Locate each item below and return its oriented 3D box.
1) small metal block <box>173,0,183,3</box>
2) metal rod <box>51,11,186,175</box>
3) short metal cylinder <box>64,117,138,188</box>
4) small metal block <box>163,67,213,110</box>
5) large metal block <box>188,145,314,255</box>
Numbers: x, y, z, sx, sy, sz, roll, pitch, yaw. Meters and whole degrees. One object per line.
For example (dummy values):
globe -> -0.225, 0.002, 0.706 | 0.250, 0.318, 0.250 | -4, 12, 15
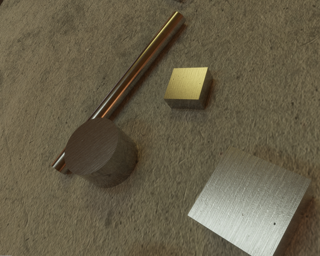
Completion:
small metal block -> 0.033, -0.252, 0.541 | 0.050, 0.025, 0.050 | -45, 51, -4
metal rod -> -0.057, -0.059, 0.469 | 0.025, 0.025, 0.300 | 29, 77, 37
short metal cylinder -> -0.077, 0.033, 0.408 | 0.080, 0.050, 0.080 | -13, 56, 21
small metal block -> 0.039, -0.053, 0.416 | 0.050, 0.025, 0.050 | 5, 64, 30
large metal block -> 0.088, 0.075, 0.296 | 0.080, 0.050, 0.080 | 24, 75, 36
